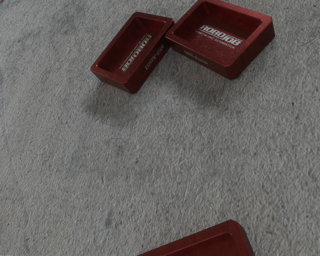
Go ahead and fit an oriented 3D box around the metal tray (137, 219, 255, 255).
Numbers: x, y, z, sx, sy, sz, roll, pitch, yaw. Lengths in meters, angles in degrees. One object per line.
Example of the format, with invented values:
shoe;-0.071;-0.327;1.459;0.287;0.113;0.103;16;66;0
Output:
metal tray;0.031;0.153;0.290;0.130;0.030;0.090;-26;53;12

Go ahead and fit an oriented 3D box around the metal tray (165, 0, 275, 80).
metal tray;0.081;-0.132;0.438;0.090;0.030;0.130;-47;51;-5

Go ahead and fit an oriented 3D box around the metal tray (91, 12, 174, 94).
metal tray;-0.040;-0.124;0.497;0.090;0.030;0.130;26;76;37
